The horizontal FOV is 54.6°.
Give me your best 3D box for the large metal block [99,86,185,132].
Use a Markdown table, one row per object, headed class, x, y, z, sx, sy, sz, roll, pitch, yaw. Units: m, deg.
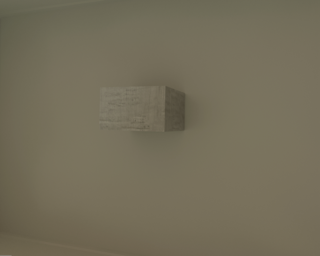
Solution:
| class | x | y | z | sx | sy | sz | roll | pitch | yaw |
| --- | --- | --- | --- | --- | --- | --- | --- | --- | --- |
| large metal block | -0.019 | -0.022 | 0.386 | 0.080 | 0.080 | 0.050 | 1 | 91 | 20 |
